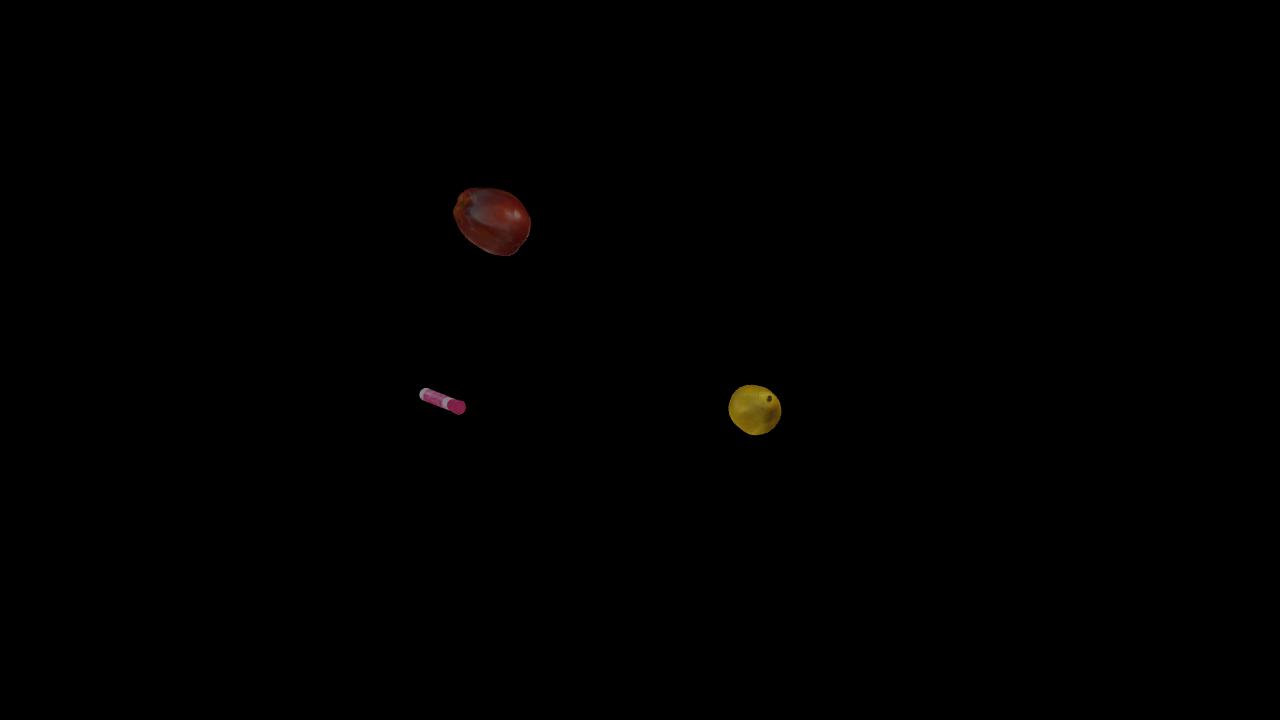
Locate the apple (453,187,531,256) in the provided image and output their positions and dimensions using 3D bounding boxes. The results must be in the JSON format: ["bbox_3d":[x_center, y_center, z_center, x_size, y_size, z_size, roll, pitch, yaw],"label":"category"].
[{"bbox_3d":[-0.174,-0.168,0.735,0.093,0.079,0.079,17,-11,-40],"label":"apple"}]

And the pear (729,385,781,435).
[{"bbox_3d":[0.183,0.069,0.916,0.080,0.080,0.111,0,-13,-20],"label":"pear"}]

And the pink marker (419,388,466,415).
[{"bbox_3d":[-0.271,0.056,0.845,0.020,0.020,0.121,0,6,-41],"label":"pink marker"}]
